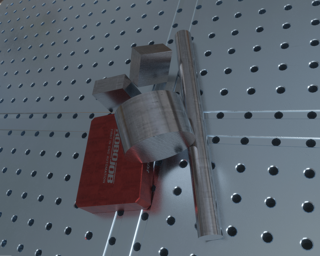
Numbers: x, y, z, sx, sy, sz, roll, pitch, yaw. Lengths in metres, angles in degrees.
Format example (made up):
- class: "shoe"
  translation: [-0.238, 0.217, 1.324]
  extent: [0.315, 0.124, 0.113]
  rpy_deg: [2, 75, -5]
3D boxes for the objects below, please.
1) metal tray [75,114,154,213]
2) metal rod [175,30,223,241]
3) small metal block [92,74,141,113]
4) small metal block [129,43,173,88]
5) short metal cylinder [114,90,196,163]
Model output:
- class: "metal tray"
  translation: [-0.055, 0.041, 0.407]
  extent: [0.090, 0.030, 0.130]
  rpy_deg: [-10, 57, 22]
- class: "metal rod"
  translation: [0.043, -0.015, 0.393]
  extent: [0.025, 0.025, 0.299]
  rpy_deg: [-16, 55, 19]
- class: "small metal block"
  translation: [-0.062, -0.050, 0.453]
  extent: [0.050, 0.050, 0.025]
  rpy_deg: [-9, 59, 23]
- class: "small metal block"
  translation: [-0.014, -0.089, 0.440]
  extent: [0.050, 0.050, 0.025]
  rpy_deg: [-16, 44, -30]
- class: "short metal cylinder"
  translation: [-0.006, 0.001, 0.349]
  extent: [0.080, 0.080, 0.050]
  rpy_deg: [-23, 66, 14]
